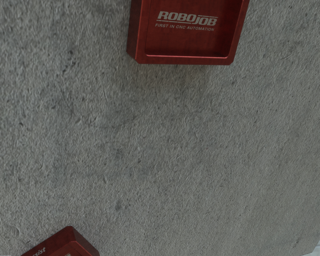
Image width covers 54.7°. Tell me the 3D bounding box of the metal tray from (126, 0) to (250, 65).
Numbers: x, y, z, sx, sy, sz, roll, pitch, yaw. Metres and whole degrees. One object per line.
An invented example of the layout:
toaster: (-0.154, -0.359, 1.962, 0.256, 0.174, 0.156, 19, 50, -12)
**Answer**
metal tray: (0.033, -0.119, 0.347, 0.131, 0.030, 0.089, -5, 121, -26)

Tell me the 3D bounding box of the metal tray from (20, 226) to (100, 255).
metal tray: (-0.160, 0.207, 0.444, 0.131, 0.030, 0.090, -32, 129, -8)
